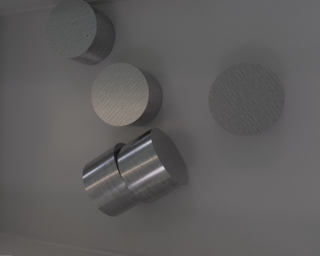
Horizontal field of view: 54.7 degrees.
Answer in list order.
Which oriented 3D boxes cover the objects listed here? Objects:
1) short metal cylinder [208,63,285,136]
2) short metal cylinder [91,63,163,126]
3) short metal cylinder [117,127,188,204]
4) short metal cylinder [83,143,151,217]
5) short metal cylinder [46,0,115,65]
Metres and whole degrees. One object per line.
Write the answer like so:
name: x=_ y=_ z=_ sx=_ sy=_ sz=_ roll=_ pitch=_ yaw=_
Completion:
short metal cylinder: x=0.101 y=-0.031 z=0.361 sx=0.080 sy=0.050 sz=0.080 roll=0 pitch=90 yaw=20
short metal cylinder: x=-0.043 y=-0.042 z=0.412 sx=0.080 sy=0.050 sz=0.080 roll=0 pitch=90 yaw=20
short metal cylinder: x=-0.008 y=0.046 z=0.384 sx=0.050 sy=0.080 sz=0.080 roll=-32 pitch=80 yaw=17
short metal cylinder: x=-0.052 y=0.066 z=0.400 sx=0.050 sy=0.080 sz=0.080 roll=-33 pitch=80 yaw=17
short metal cylinder: x=-0.111 y=-0.133 z=0.436 sx=0.080 sy=0.050 sz=0.080 roll=0 pitch=90 yaw=20
